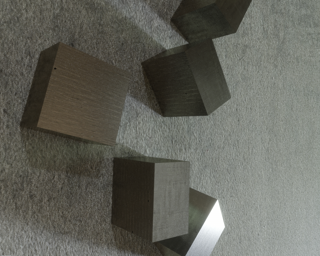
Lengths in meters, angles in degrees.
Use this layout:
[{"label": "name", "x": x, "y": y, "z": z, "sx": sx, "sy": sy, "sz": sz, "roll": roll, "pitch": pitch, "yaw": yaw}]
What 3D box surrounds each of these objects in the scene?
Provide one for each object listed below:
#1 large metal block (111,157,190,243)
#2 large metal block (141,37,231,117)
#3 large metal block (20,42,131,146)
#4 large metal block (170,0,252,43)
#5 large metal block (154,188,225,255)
[{"label": "large metal block", "x": -0.013, "y": 0.076, "z": 0.358, "sx": 0.050, "sy": 0.080, "sz": 0.080, "roll": 3, "pitch": 88, "yaw": -40}, {"label": "large metal block", "x": 0.033, "y": -0.061, "z": 0.396, "sx": 0.050, "sy": 0.080, "sz": 0.080, "roll": -36, "pitch": 112, "yaw": -34}, {"label": "large metal block", "x": -0.084, "y": -0.030, "z": 0.317, "sx": 0.080, "sy": 0.050, "sz": 0.080, "roll": 19, "pitch": 78, "yaw": -39}, {"label": "large metal block", "x": 0.074, "y": -0.169, "z": 0.430, "sx": 0.050, "sy": 0.080, "sz": 0.080, "roll": 42, "pitch": 64, "yaw": -32}, {"label": "large metal block", "x": 0.040, "y": 0.135, "z": 0.405, "sx": 0.080, "sy": 0.050, "sz": 0.080, "roll": -52, "pitch": 143, "yaw": -27}]
